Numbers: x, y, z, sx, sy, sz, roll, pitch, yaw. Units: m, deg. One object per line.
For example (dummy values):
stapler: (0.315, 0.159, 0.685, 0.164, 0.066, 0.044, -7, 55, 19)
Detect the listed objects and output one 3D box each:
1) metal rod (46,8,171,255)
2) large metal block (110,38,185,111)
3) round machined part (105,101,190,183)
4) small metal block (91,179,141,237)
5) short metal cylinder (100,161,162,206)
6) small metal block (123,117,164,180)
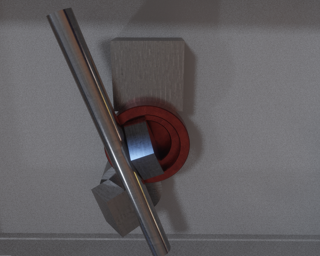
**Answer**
metal rod: (-0.047, 0.022, 0.343, 0.025, 0.025, 0.298, -18, 109, 6)
large metal block: (-0.014, -0.065, 0.371, 0.081, 0.050, 0.079, 0, 110, -1)
round machined part: (-0.015, 0.014, 0.374, 0.099, 0.042, 0.097, 0, 110, -1)
small metal block: (-0.054, 0.096, 0.375, 0.025, 0.050, 0.050, -29, 111, -25)
short metal cylinder: (-0.038, 0.071, 0.423, 0.081, 0.050, 0.079, 0, 110, -1)
small metal block: (-0.018, 0.024, 0.354, 0.025, 0.050, 0.050, -19, 144, 3)
